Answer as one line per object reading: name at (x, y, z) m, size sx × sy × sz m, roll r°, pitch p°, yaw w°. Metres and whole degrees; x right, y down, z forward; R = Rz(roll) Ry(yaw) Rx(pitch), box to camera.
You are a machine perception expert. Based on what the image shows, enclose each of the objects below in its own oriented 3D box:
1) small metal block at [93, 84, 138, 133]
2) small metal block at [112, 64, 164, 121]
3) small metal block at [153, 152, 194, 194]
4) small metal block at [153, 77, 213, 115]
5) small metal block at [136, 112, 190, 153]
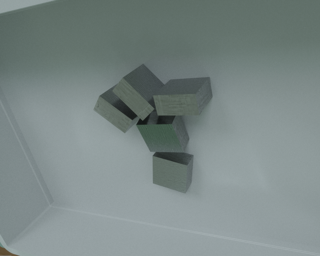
small metal block at (-0.048, -0.028, 0.401) m, size 0.050 × 0.050 × 0.025 m, roll 37°, pitch 129°, yaw 4°
small metal block at (-0.021, -0.044, 0.376) m, size 0.050 × 0.050 × 0.025 m, roll 45°, pitch 129°, yaw -3°
small metal block at (0.018, 0.059, 0.436) m, size 0.050 × 0.025 × 0.050 m, roll 14°, pitch 124°, yaw 20°
small metal block at (0.028, -0.037, 0.355) m, size 0.050 × 0.050 × 0.025 m, roll 1°, pitch 119°, yaw 28°
small metal block at (0.005, 0.005, 0.402) m, size 0.050 × 0.025 × 0.050 m, roll -1°, pitch 133°, yaw 28°
